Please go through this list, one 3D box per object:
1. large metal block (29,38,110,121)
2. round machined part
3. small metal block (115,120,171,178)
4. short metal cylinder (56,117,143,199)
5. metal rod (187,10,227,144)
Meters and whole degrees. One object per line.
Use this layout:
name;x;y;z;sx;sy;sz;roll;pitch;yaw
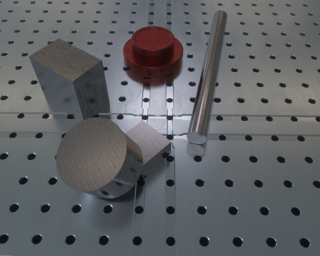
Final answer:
large metal block;-0.120;-0.063;0.424;0.080;0.080;0.050;30;56;22
round machined part;-0.011;-0.130;0.506;0.099;0.042;0.098;0;50;0
small metal block;-0.022;0.025;0.386;0.050;0.025;0.050;36;59;26
short metal cylinder;-0.065;0.034;0.344;0.080;0.050;0.080;-6;67;15
metal rod;0.081;-0.099;0.491;0.025;0.025;0.300;10;51;8
